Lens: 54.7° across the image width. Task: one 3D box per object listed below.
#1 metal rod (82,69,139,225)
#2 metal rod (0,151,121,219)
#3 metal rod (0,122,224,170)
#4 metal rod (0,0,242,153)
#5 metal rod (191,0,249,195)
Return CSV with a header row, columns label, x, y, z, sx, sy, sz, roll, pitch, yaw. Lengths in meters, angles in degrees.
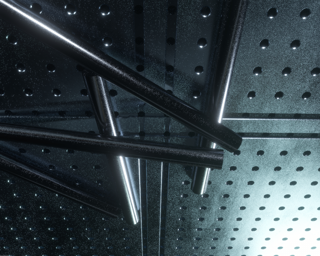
label,x,y,z,sx,sy,sz,roll,pitch,yaw
metal rod,-0.063,0.048,0.451,0.025,0.025,0.298,-4,130,3
metal rod,-0.190,0.072,0.470,0.301,0.025,0.025,32,123,-25
metal rod,-0.073,0.021,0.394,0.302,0.025,0.025,7,131,6
metal rod,-0.031,-0.051,0.348,0.301,0.025,0.025,29,124,-16
metal rod,0.068,-0.017,0.398,0.025,0.025,0.298,2,130,-2
